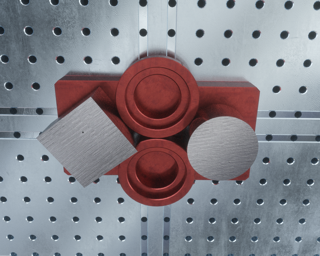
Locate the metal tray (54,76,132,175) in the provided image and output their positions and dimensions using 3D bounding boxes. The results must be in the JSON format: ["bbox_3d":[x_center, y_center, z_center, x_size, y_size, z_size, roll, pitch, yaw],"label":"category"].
[{"bbox_3d":[-0.083,-0.002,0.409,0.091,0.030,0.129,0,110,-2],"label":"metal tray"}]

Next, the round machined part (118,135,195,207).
[{"bbox_3d":[-0.004,0.052,0.414,0.099,0.042,0.097,0,110,0],"label":"round machined part"}]

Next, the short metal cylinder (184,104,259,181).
[{"bbox_3d":[0.071,0.016,0.374,0.081,0.050,0.079,0,110,0],"label":"short metal cylinder"}]

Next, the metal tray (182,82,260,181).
[{"bbox_3d":[0.076,0.006,0.411,0.091,0.030,0.129,1,110,-1],"label":"metal tray"}]

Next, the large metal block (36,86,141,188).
[{"bbox_3d":[-0.081,0.010,0.371,0.080,0.050,0.080,-35,107,12],"label":"large metal block"}]

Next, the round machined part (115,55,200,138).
[{"bbox_3d":[-0.003,-0.040,0.380,0.099,0.042,0.097,0,110,0],"label":"round machined part"}]
